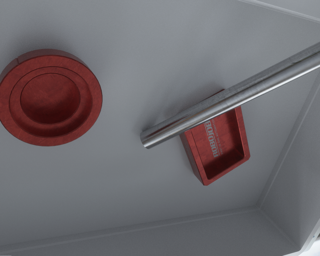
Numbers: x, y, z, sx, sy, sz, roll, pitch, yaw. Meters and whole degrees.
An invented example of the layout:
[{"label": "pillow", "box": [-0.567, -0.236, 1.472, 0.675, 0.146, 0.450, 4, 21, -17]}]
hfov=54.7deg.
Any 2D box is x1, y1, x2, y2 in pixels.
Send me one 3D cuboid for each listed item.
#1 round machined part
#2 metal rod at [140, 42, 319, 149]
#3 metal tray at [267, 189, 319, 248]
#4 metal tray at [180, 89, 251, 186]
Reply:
[{"label": "round machined part", "box": [-0.113, -0.033, 0.316, 0.099, 0.042, 0.097, -14, 125, -21]}, {"label": "metal rod", "box": [0.104, -0.045, 0.355, 0.300, 0.025, 0.025, -27, 134, 23]}, {"label": "metal tray", "box": [0.316, 0.209, 0.714, 0.130, 0.030, 0.090, -38, 130, -3]}, {"label": "metal tray", "box": [0.082, 0.018, 0.463, 0.090, 0.030, 0.129, -30, 129, -9]}]
